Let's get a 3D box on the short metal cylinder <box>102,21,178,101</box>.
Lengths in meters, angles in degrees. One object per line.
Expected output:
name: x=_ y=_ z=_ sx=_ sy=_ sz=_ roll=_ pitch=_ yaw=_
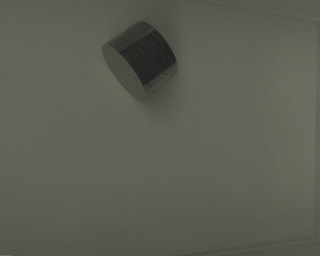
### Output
short metal cylinder: x=-0.024 y=-0.079 z=0.372 sx=0.050 sy=0.080 sz=0.080 roll=-40 pitch=103 yaw=-15
